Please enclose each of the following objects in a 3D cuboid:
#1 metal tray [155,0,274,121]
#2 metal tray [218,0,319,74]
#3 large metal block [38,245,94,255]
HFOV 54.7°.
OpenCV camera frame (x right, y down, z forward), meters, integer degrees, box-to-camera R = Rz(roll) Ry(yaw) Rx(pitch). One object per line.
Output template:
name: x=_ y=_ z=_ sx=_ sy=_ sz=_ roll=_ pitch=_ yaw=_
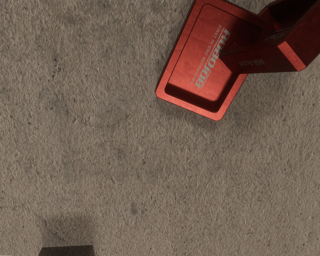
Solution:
metal tray: x=0.059 y=-0.081 z=0.366 sx=0.090 sy=0.030 sz=0.129 roll=22 pitch=117 yaw=-8
metal tray: x=0.122 y=-0.097 z=0.309 sx=0.090 sy=0.130 sz=0.030 roll=-46 pitch=105 yaw=-2
large metal block: x=-0.145 y=0.224 z=0.461 sx=0.081 sy=0.080 sz=0.050 roll=-3 pitch=110 yaw=1
